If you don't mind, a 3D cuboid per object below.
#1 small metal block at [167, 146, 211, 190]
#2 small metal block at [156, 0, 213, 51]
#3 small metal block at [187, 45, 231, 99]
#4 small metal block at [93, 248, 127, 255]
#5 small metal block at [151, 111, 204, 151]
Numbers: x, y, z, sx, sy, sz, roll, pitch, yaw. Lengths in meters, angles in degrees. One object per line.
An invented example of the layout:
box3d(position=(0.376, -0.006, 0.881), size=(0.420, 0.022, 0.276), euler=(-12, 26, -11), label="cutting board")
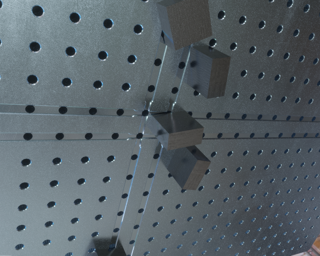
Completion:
box3d(position=(0.041, 0.055, 0.453), size=(0.025, 0.050, 0.050), euler=(12, 112, -34), label="small metal block")
box3d(position=(0.029, -0.123, 0.352), size=(0.050, 0.025, 0.050), euler=(-26, 128, -13), label="small metal block")
box3d(position=(0.059, -0.071, 0.385), size=(0.025, 0.050, 0.050), euler=(-11, 123, -23), label="small metal block")
box3d(position=(-0.087, 0.224, 0.504), size=(0.050, 0.025, 0.050), euler=(13, 112, -34), label="small metal block")
box3d(position=(0.022, 0.002, 0.410), size=(0.050, 0.050, 0.025), euler=(-9, 123, -24), label="small metal block")
